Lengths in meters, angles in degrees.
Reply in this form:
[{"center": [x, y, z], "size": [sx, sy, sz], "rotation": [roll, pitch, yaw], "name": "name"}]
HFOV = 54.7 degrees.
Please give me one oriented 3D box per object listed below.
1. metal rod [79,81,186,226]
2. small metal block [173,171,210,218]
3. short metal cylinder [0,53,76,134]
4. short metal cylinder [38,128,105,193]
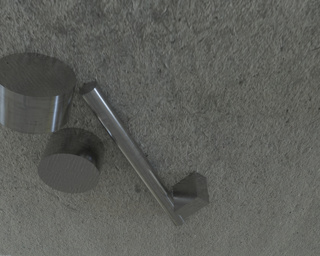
[{"center": [-0.026, 0.057, 0.455], "size": [0.025, 0.025, 0.299], "rotation": [-18, 128, 15], "name": "metal rod"}, {"center": [0.047, 0.103, 0.479], "size": [0.025, 0.050, 0.050], "rotation": [33, 123, -25], "name": "small metal block"}, {"center": [-0.136, -0.039, 0.337], "size": [0.081, 0.080, 0.050], "rotation": [14, 129, -12], "name": "short metal cylinder"}, {"center": [-0.120, 0.046, 0.428], "size": [0.081, 0.050, 0.079], "rotation": [0, 130, 0], "name": "short metal cylinder"}]
